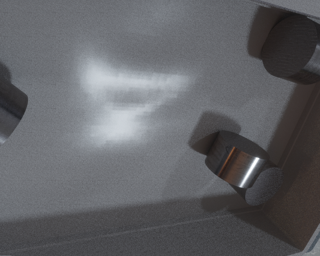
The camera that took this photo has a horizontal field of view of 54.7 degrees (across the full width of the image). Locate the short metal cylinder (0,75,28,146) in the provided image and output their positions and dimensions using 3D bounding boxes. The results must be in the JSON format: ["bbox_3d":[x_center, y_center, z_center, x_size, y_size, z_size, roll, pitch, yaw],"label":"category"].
[{"bbox_3d":[-0.166,-0.015,0.273,0.080,0.080,0.050,-43,129,1],"label":"short metal cylinder"}]

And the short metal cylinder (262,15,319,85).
[{"bbox_3d":[0.185,-0.101,0.411,0.050,0.080,0.079,8,114,-32],"label":"short metal cylinder"}]

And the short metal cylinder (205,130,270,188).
[{"bbox_3d":[0.114,0.045,0.463,0.081,0.080,0.050,12,112,-33],"label":"short metal cylinder"}]

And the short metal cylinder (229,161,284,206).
[{"bbox_3d":[0.165,0.086,0.536,0.081,0.050,0.079,-14,124,-21],"label":"short metal cylinder"}]
